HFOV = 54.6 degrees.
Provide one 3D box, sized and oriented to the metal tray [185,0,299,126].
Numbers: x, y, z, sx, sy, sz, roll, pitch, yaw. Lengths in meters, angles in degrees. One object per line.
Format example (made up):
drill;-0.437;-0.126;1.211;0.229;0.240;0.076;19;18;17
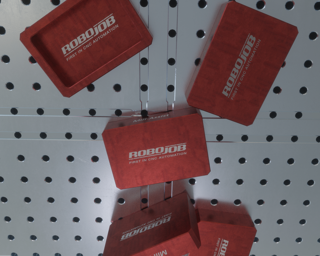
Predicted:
metal tray;0.096;-0.077;0.383;0.090;0.030;0.129;19;109;-7

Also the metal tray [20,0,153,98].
metal tray;-0.085;-0.107;0.370;0.130;0.030;0.090;-31;107;10

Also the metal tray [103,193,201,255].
metal tray;-0.013;0.149;0.433;0.130;0.090;0.030;-25;108;9

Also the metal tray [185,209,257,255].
metal tray;0.087;0.194;0.483;0.090;0.030;0.129;9;110;-3

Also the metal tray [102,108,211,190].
metal tray;-0.003;0.028;0.421;0.131;0.030;0.090;-10;110;3
